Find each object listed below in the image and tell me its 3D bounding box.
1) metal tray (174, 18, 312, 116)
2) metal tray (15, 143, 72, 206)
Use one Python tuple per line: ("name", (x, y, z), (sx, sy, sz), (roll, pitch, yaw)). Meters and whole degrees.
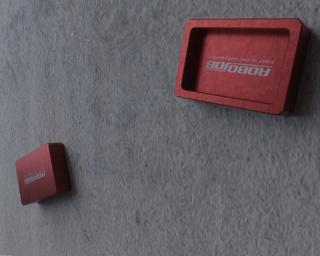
("metal tray", (0.081, -0.068, 0.333), (0.130, 0.030, 0.089), (15, 100, 38))
("metal tray", (-0.222, 0.088, 0.581), (0.130, 0.030, 0.090), (-24, 75, 37))
